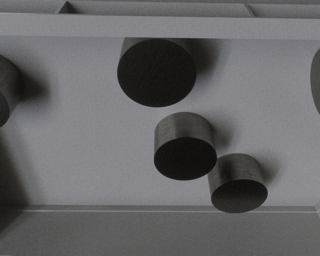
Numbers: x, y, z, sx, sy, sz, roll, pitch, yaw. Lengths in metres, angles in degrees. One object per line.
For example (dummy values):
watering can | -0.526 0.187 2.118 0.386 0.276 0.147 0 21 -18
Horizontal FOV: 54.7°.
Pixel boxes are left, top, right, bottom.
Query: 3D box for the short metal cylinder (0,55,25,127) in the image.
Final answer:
short metal cylinder | -0.205 -0.043 0.354 0.081 0.050 0.079 0 130 0

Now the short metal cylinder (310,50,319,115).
short metal cylinder | 0.203 -0.049 0.333 0.050 0.080 0.080 -9 130 7

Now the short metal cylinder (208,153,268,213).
short metal cylinder | 0.114 0.084 0.465 0.081 0.050 0.079 0 130 0

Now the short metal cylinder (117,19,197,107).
short metal cylinder | -0.003 -0.069 0.334 0.081 0.050 0.079 0 130 0

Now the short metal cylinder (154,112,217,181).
short metal cylinder | 0.032 0.025 0.414 0.081 0.050 0.079 0 130 0
